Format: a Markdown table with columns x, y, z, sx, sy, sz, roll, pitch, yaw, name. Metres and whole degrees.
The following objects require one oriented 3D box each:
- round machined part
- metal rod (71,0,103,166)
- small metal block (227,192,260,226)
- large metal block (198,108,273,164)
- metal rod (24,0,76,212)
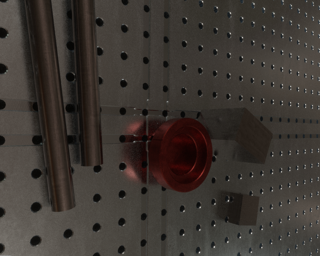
| x | y | z | sx | sy | sz | roll | pitch | yaw | name |
| --- | --- | --- | --- | --- | --- | --- | --- | --- | --- |
| 0.023 | 0.035 | 0.420 | 0.099 | 0.042 | 0.097 | 0 | 90 | -40 | round machined part |
| -0.083 | -0.108 | 0.340 | 0.025 | 0.025 | 0.298 | -5 | 93 | -40 | metal rod |
| 0.144 | 0.140 | 0.533 | 0.050 | 0.025 | 0.050 | 16 | 80 | -39 | small metal block |
| 0.108 | 0.012 | 0.467 | 0.080 | 0.080 | 0.050 | 34 | 69 | -35 | large metal block |
| -0.115 | -0.064 | 0.313 | 0.025 | 0.025 | 0.298 | -9 | 96 | -40 | metal rod |
